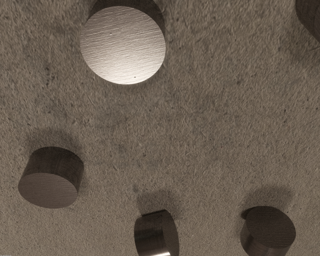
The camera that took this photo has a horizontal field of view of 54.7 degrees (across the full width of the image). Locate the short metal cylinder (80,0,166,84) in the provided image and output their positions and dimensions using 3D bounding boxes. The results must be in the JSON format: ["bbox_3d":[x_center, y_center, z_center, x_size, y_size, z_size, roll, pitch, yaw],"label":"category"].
[{"bbox_3d":[-0.035,-0.091,0.313,0.081,0.050,0.079,0,130,0],"label":"short metal cylinder"}]

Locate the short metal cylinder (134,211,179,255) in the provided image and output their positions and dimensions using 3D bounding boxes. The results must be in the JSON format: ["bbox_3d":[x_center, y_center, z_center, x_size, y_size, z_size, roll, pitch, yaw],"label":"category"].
[{"bbox_3d":[-0.004,0.188,0.532,0.050,0.080,0.080,-18,128,14],"label":"short metal cylinder"}]

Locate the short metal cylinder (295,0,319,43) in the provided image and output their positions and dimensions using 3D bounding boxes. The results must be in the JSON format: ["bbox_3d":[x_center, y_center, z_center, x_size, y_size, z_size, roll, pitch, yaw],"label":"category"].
[{"bbox_3d":[0.178,-0.118,0.293,0.081,0.050,0.079,0,130,0],"label":"short metal cylinder"}]

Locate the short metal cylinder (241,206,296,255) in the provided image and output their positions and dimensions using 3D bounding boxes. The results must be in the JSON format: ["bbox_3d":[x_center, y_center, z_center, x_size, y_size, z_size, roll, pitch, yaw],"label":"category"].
[{"bbox_3d":[0.182,0.181,0.529,0.081,0.080,0.050,1,130,-2],"label":"short metal cylinder"}]

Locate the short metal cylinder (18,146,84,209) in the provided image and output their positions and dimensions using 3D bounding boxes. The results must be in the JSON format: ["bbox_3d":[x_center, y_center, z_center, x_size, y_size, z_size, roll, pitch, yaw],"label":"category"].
[{"bbox_3d":[-0.156,0.073,0.451,0.081,0.050,0.079,0,130,0],"label":"short metal cylinder"}]
